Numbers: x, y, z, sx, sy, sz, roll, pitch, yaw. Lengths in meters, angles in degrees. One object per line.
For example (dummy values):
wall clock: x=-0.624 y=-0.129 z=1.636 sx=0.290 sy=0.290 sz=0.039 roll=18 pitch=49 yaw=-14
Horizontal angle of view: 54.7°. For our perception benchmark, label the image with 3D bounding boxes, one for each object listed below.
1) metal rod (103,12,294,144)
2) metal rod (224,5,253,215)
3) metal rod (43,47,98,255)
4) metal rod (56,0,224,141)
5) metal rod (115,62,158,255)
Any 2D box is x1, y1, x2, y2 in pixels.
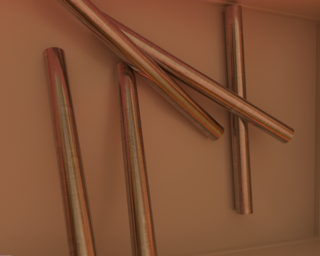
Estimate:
metal rod: x=0.052 y=-0.061 z=0.411 sx=0.301 sy=0.025 sz=0.025 roll=29 pitch=80 yaw=-11
metal rod: x=0.115 y=-0.025 z=0.452 sx=0.025 sy=0.025 sz=0.298 roll=-4 pitch=92 yaw=-20
metal rod: x=-0.089 y=0.048 z=0.314 sx=0.025 sy=0.025 sz=0.299 roll=-7 pitch=68 yaw=-20
metal rod: x=-0.024 y=-0.080 z=0.380 sx=0.301 sy=0.025 sz=0.025 roll=40 pitch=77 yaw=-24
metal rod: x=-0.025 y=0.058 z=0.335 sx=0.025 sy=0.025 sz=0.299 roll=1 pitch=64 yaw=-20
